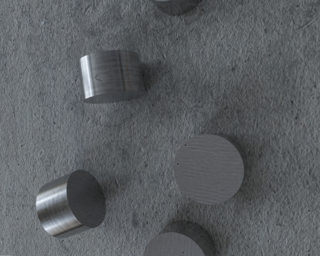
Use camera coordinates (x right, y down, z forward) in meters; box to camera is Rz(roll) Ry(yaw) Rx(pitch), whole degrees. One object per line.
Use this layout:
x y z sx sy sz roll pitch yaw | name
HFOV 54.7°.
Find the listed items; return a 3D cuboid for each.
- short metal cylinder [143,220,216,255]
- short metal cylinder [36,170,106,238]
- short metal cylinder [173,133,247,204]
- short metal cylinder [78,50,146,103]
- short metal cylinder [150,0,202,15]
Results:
0.026 0.162 0.387 0.080 0.050 0.080 0 90 20 | short metal cylinder
-0.118 0.103 0.422 0.050 0.080 0.080 -24 82 18 | short metal cylinder
0.062 0.046 0.374 0.080 0.050 0.080 0 90 20 | short metal cylinder
-0.062 -0.064 0.402 0.080 0.080 0.050 -10 87 20 | short metal cylinder
0.016 -0.190 0.390 0.080 0.050 0.080 0 90 20 | short metal cylinder
